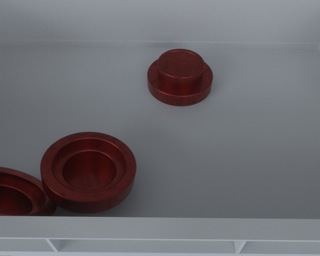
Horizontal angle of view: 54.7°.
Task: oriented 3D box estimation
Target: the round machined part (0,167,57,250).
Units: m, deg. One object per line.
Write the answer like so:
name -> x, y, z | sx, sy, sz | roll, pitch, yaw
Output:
round machined part -> -0.157, 0.080, 0.303 | 0.098, 0.042, 0.098 | 24, 10, -4

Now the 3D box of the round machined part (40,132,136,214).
round machined part -> -0.078, 0.052, 0.340 | 0.099, 0.042, 0.098 | 8, 41, -7

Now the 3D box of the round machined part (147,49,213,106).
round machined part -> 0.030, -0.082, 0.463 | 0.099, 0.042, 0.098 | 0, 50, 0
